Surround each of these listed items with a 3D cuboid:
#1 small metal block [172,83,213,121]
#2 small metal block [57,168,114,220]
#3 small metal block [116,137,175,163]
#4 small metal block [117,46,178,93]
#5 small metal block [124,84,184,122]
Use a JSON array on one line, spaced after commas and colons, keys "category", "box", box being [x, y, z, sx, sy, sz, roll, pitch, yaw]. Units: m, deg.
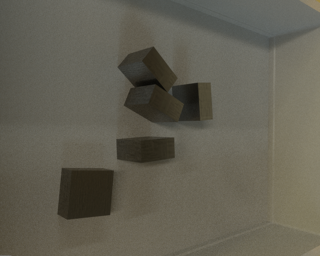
[{"category": "small metal block", "box": [0.044, -0.035, 0.430, 0.025, 0.050, 0.050, -7, 95, -40]}, {"category": "small metal block", "box": [-0.081, 0.070, 0.340, 0.050, 0.025, 0.050, 7, 86, -40]}, {"category": "small metal block", "box": [-0.018, 0.025, 0.377, 0.050, 0.050, 0.025, -4, 93, -40]}, {"category": "small metal block", "box": [-0.015, -0.068, 0.379, 0.050, 0.050, 0.025, 48, 61, -30]}, {"category": "small metal block", "box": [-0.008, -0.029, 0.386, 0.050, 0.050, 0.025, 31, 71, -36]}]
